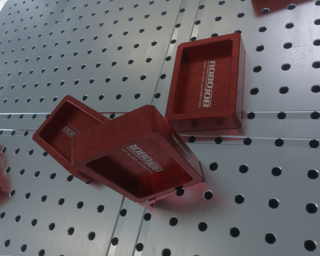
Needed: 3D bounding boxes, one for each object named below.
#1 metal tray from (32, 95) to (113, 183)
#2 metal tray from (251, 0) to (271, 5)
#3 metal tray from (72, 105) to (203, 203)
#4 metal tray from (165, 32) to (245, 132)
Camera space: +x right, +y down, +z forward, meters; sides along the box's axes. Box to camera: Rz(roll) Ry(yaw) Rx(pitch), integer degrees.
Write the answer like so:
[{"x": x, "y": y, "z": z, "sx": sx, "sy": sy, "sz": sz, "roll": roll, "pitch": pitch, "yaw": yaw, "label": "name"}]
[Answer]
[{"x": -0.124, "y": 0.011, "z": 0.464, "sx": 0.130, "sy": 0.030, "sz": 0.090, "roll": 29, "pitch": 77, "yaw": 37, "label": "metal tray"}, {"x": 0.176, "y": -0.253, "z": 0.468, "sx": 0.090, "sy": 0.030, "sz": 0.130, "roll": -11, "pitch": 57, "yaw": 22, "label": "metal tray"}, {"x": -0.018, "y": 0.035, "z": 0.330, "sx": 0.090, "sy": 0.130, "sz": 0.030, "roll": -22, "pitch": 54, "yaw": 15, "label": "metal tray"}, {"x": 0.062, "y": -0.061, "z": 0.410, "sx": 0.090, "sy": 0.030, "sz": 0.130, "roll": -4, "pitch": 60, "yaw": 26, "label": "metal tray"}]
